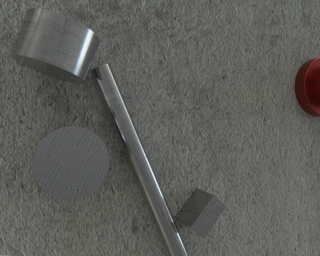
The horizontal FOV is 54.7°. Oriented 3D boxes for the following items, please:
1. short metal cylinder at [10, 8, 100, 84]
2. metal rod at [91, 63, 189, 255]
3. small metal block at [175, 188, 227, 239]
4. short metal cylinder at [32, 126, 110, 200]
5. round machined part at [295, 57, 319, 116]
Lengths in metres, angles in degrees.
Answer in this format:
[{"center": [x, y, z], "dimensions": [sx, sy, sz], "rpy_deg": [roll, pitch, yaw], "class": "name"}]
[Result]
[{"center": [-0.113, -0.086, 0.338], "dimensions": [0.081, 0.080, 0.050], "rpy_deg": [19, 84, -19], "class": "short metal cylinder"}, {"center": [-0.018, 0.062, 0.402], "dimensions": [0.025, 0.025, 0.299], "rpy_deg": [-25, 98, -18], "class": "metal rod"}, {"center": [0.054, 0.112, 0.416], "dimensions": [0.025, 0.050, 0.050], "rpy_deg": [42, 77, -15], "class": "small metal block"}, {"center": [-0.103, 0.038, 0.358], "dimensions": [0.081, 0.050, 0.079], "rpy_deg": [0, 90, -20], "class": "short metal cylinder"}, {"center": [0.272, -0.068, 0.500], "dimensions": [0.099, 0.042, 0.097], "rpy_deg": [0, 90, -20], "class": "round machined part"}]
